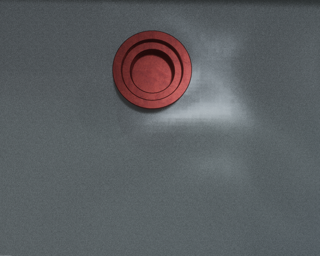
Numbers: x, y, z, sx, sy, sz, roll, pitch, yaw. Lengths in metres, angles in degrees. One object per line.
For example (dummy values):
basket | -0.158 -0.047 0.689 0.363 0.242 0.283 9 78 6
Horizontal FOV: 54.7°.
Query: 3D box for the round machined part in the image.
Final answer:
round machined part | -0.010 -0.072 0.403 0.099 0.042 0.097 0 90 -1
